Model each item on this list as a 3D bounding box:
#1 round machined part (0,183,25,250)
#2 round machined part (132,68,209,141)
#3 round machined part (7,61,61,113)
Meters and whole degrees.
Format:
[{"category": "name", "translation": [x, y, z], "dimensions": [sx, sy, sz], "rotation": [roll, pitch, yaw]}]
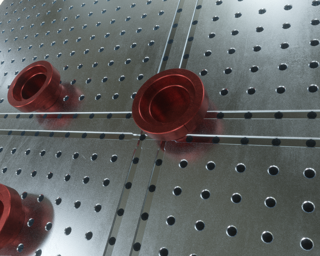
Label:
[{"category": "round machined part", "translation": [-0.233, 0.131, 0.437], "dimensions": [0.098, 0.042, 0.098], "rotation": [-13, 56, 20]}, {"category": "round machined part", "translation": [0.017, -0.026, 0.404], "dimensions": [0.098, 0.042, 0.098], "rotation": [-13, 56, 20]}, {"category": "round machined part", "translation": [-0.216, -0.068, 0.550], "dimensions": [0.098, 0.042, 0.098], "rotation": [-13, 56, 20]}]
